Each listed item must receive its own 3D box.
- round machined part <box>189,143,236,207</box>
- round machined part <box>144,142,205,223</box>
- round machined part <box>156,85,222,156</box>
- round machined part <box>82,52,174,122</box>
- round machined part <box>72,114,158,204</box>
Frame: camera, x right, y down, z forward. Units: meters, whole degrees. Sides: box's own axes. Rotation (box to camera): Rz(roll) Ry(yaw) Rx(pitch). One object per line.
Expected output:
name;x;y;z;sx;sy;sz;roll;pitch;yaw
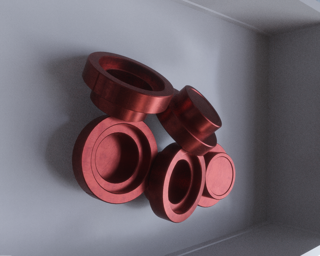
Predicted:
round machined part;0.074;0.068;0.458;0.099;0.042;0.097;0;90;-40
round machined part;0.016;0.066;0.393;0.099;0.042;0.097;-13;107;-52
round machined part;0.041;-0.016;0.394;0.098;0.042;0.098;39;25;-22
round machined part;-0.037;-0.042;0.340;0.099;0.098;0.042;3;124;-40
round machined part;-0.053;0.033;0.349;0.099;0.042;0.097;0;90;-40
